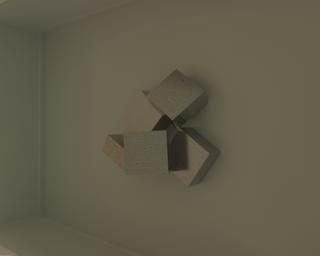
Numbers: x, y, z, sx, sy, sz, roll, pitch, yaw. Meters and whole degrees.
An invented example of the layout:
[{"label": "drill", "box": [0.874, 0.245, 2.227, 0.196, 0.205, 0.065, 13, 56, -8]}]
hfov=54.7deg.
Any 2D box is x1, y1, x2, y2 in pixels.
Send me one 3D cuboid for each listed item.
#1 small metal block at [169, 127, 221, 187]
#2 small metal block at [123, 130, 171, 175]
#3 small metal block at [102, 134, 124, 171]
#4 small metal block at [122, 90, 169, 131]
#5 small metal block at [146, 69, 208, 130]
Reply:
[{"label": "small metal block", "box": [0.036, 0.034, 0.373, 0.050, 0.025, 0.050, 42, 115, 31]}, {"label": "small metal block", "box": [-0.015, 0.029, 0.368, 0.050, 0.025, 0.050, -3, 87, 7]}, {"label": "small metal block", "box": [-0.041, 0.032, 0.419, 0.050, 0.050, 0.025, 36, 112, 34]}, {"label": "small metal block", "box": [-0.016, -0.015, 0.415, 0.050, 0.025, 0.050, 51, 120, 27]}, {"label": "small metal block", "box": [0.020, -0.035, 0.372, 0.050, 0.025, 0.050, -42, 60, -6]}]
